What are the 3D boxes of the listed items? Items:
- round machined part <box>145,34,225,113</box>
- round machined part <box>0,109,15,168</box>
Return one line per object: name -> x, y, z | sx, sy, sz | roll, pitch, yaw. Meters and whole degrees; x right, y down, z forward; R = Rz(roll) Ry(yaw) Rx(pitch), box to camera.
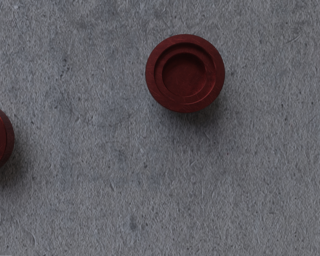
round machined part -> 0.031, -0.067, 0.401 | 0.099, 0.042, 0.097 | 0, 90, 0
round machined part -> -0.236, 0.014, 0.400 | 0.099, 0.042, 0.097 | 0, 90, 0
